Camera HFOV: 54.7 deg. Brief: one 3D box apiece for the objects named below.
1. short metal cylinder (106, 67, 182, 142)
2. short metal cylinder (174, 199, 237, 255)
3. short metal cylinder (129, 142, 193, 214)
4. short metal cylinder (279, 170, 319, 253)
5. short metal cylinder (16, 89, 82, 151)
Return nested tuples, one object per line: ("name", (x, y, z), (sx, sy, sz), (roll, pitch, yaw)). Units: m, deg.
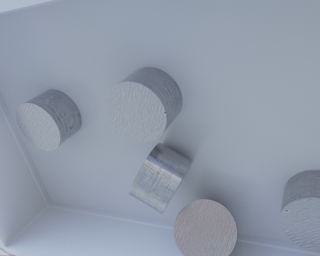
("short metal cylinder", (-0.019, -0.029, 0.383), (0.080, 0.050, 0.079), (13, 124, 20))
("short metal cylinder", (0.063, 0.139, 0.417), (0.080, 0.080, 0.050), (14, 165, 20))
("short metal cylinder", (0.002, 0.066, 0.412), (0.050, 0.080, 0.079), (30, 128, 9))
("short metal cylinder", (0.182, 0.095, 0.355), (0.080, 0.050, 0.079), (13, 124, 20))
("short metal cylinder", (-0.168, -0.012, 0.471), (0.080, 0.050, 0.079), (13, 124, 20))
